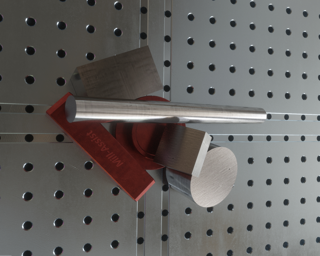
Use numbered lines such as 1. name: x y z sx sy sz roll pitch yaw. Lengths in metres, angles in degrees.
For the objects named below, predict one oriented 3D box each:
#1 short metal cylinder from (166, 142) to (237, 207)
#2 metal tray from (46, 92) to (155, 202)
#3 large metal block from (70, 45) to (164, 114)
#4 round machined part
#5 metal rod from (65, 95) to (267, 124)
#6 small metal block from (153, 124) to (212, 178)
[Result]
1. short metal cylinder: 0.055 0.057 0.408 0.081 0.050 0.079 -10 108 -33
2. metal tray: -0.071 0.021 0.352 0.030 0.090 0.130 -46 105 -14
3. large metal block: -0.054 -0.052 0.363 0.081 0.080 0.050 -22 98 -19
4. round machined part: -0.010 0.006 0.404 0.099 0.042 0.097 0 90 -21
5. metal rod: 0.035 -0.018 0.376 0.302 0.025 0.025 0 90 -40
6. small metal block: 0.027 0.025 0.364 0.025 0.050 0.050 36 72 -60
